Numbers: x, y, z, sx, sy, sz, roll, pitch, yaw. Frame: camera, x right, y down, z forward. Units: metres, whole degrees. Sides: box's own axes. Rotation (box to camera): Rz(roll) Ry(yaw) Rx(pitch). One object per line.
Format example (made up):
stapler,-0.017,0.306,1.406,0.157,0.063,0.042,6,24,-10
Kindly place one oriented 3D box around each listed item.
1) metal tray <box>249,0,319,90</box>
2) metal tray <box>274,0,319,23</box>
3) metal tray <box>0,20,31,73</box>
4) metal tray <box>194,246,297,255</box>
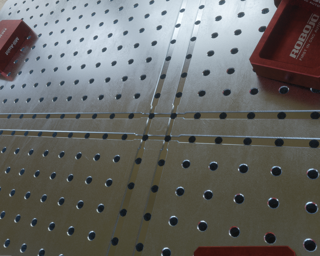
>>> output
metal tray,0.178,-0.116,0.370,0.090,0.030,0.130,24,81,39
metal tray,0.189,-0.164,0.367,0.030,0.090,0.130,-38,51,0
metal tray,-0.368,-0.192,0.719,0.090,0.030,0.130,13,68,33
metal tray,0.075,0.170,0.261,0.090,0.030,0.130,-10,57,23
